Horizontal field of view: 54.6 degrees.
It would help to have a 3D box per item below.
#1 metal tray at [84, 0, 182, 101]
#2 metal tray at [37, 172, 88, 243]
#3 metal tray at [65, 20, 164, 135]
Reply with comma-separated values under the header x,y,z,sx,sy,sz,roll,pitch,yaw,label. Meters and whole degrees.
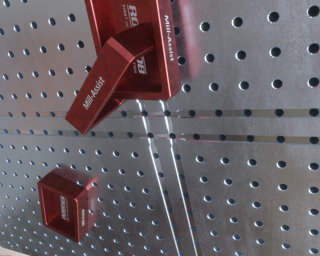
x,y,z,sx,sy,sz,roll,pitch,yaw,label
-0.030,-0.097,0.348,0.090,0.030,0.129,4,116,29,metal tray
-0.188,0.157,0.604,0.090,0.030,0.129,20,126,16,metal tray
-0.051,-0.057,0.360,0.030,0.090,0.129,42,129,0,metal tray
